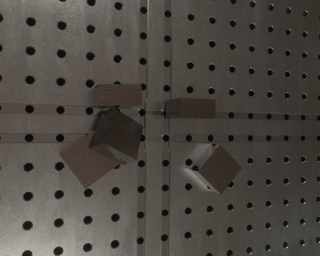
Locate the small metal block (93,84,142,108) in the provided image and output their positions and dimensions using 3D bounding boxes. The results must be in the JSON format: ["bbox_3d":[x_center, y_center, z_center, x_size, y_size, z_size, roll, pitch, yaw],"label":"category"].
[{"bbox_3d":[-0.054,-0.038,0.380,0.050,0.050,0.025,-3,91,-20],"label":"small metal block"}]

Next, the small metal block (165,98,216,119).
[{"bbox_3d":[0.040,-0.025,0.415,0.050,0.050,0.025,1,90,-20],"label":"small metal block"}]

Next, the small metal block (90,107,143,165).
[{"bbox_3d":[-0.051,0.011,0.377,0.050,0.025,0.050,33,50,-34],"label":"small metal block"}]

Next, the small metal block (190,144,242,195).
[{"bbox_3d":[0.080,0.058,0.444,0.050,0.025,0.050,45,76,-15],"label":"small metal block"}]

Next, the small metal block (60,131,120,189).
[{"bbox_3d":[-0.087,0.038,0.381,0.050,0.025,0.050,-36,102,-17],"label":"small metal block"}]
